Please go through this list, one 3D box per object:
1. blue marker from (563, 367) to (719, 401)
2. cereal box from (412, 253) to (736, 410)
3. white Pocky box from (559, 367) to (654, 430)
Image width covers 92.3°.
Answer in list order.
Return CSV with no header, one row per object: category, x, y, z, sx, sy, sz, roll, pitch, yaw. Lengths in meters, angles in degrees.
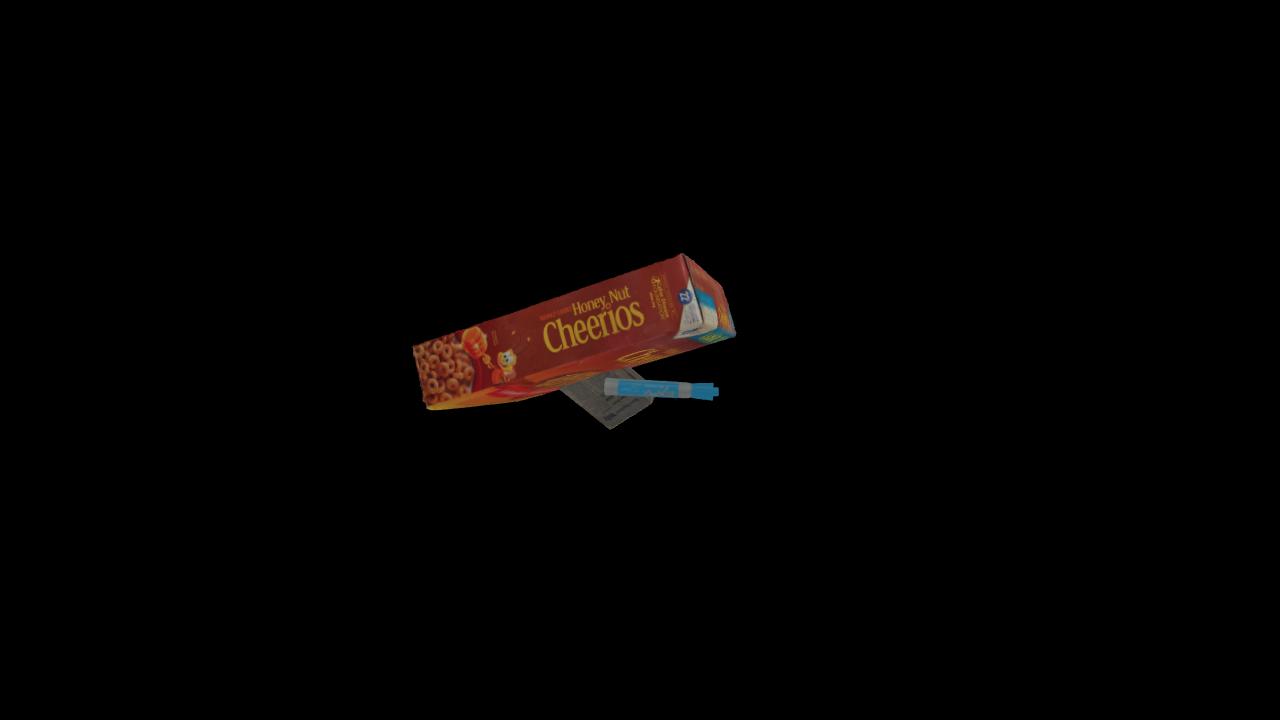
blue marker,0.023,0.031,0.653,0.121,0.020,0.020,2,0,7
cereal box,-0.059,-0.021,0.681,0.306,0.081,0.203,-16,-5,15
white Pocky box,-0.064,0.012,0.696,0.154,0.028,0.084,40,-46,-15
